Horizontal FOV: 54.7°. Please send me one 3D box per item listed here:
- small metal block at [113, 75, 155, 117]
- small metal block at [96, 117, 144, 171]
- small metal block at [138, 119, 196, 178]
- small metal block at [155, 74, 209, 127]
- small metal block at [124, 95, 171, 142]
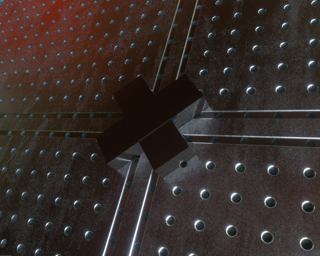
[{"bbox_3d":[-0.033,-0.041,0.449,0.050,0.025,0.050,-35,51,4],"label":"small metal block"},{"bbox_3d":[-0.053,0.021,0.421,0.050,0.025,0.050,-35,51,4],"label":"small metal block"},{"bbox_3d":[0.008,0.025,0.387,0.050,0.025,0.050,-35,51,4],"label":"small metal block"},{"bbox_3d":[0.029,-0.037,0.414,0.050,0.025,0.050,-35,51,4],"label":"small metal block"},{"bbox_3d":[-0.013,-0.008,0.417,0.050,0.025,0.050,-35,51,4],"label":"small metal block"}]
